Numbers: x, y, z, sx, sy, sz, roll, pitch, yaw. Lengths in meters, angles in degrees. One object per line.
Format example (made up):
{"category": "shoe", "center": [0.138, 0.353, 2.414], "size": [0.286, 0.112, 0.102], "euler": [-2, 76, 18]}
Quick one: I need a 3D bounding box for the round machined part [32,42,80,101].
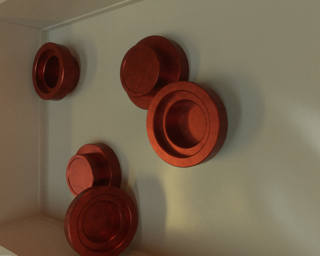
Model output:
{"category": "round machined part", "center": [-0.177, -0.096, 0.539], "size": [0.098, 0.042, 0.097], "euler": [0, 90, 39]}

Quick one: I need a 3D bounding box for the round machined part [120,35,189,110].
{"category": "round machined part", "center": [-0.014, -0.072, 0.406], "size": [0.098, 0.042, 0.097], "euler": [0, 90, 39]}

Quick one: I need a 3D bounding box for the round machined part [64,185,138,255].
{"category": "round machined part", "center": [-0.084, 0.128, 0.429], "size": [0.042, 0.099, 0.097], "euler": [-11, 83, 56]}

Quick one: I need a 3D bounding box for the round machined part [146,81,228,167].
{"category": "round machined part", "center": [0.035, -0.005, 0.363], "size": [0.098, 0.042, 0.097], "euler": [2, 93, 37]}

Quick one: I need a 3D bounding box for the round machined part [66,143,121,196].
{"category": "round machined part", "center": [-0.109, 0.073, 0.483], "size": [0.098, 0.042, 0.097], "euler": [0, 90, 39]}
